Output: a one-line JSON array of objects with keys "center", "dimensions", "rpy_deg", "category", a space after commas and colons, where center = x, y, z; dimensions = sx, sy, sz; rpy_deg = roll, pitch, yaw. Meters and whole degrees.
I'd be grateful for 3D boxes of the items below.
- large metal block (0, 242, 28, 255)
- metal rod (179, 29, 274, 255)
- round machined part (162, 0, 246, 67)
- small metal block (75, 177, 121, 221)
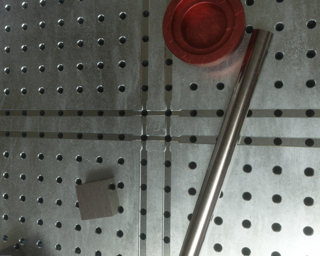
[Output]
[{"center": [-0.240, 0.243, 0.482], "dimensions": [0.080, 0.050, 0.080], "rpy_deg": [46, 104, 14], "category": "large metal block"}, {"center": [0.080, 0.028, 0.384], "dimensions": [0.025, 0.025, 0.298], "rpy_deg": [19, 96, 18], "category": "metal rod"}, {"center": [0.056, -0.124, 0.383], "dimensions": [0.098, 0.042, 0.097], "rpy_deg": [0, 90, 19], "category": "round machined part"}, {"center": [-0.088, 0.101, 0.442], "dimensions": [0.050, 0.025, 0.050], "rpy_deg": [-13, 86, 19], "category": "small metal block"}]
